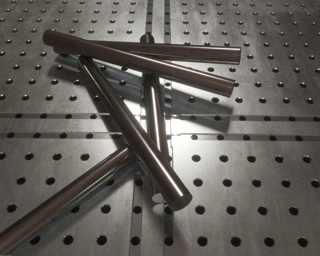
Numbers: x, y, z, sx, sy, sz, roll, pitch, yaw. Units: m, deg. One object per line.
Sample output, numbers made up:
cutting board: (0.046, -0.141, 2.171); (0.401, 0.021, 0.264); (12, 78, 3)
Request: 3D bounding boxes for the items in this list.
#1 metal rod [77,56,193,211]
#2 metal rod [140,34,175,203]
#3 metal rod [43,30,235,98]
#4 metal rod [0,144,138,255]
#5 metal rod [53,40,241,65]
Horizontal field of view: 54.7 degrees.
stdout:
metal rod: (-0.050, -0.017, 0.401); (0.025, 0.025, 0.300); (-22, 48, -18)
metal rod: (-0.009, -0.037, 0.438); (0.025, 0.025, 0.300); (-4, 50, -3)
metal rod: (-0.040, -0.098, 0.455); (0.301, 0.025, 0.025); (18, 52, 15)
metal rod: (-0.144, 0.109, 0.313); (0.302, 0.025, 0.025); (-36, 59, -27)
metal rod: (-0.031, -0.119, 0.475); (0.301, 0.025, 0.025); (8, 50, 18)
